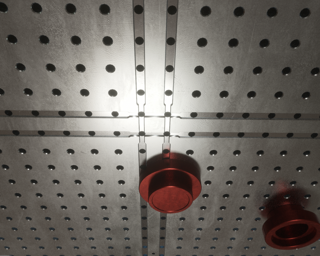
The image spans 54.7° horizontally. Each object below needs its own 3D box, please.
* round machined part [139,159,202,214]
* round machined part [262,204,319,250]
[{"bbox_3d":[0.016,0.097,0.483,0.099,0.042,0.097,-1,130,0],"label":"round machined part"},{"bbox_3d":[0.232,0.173,0.552,0.099,0.042,0.097,-1,130,0],"label":"round machined part"}]
